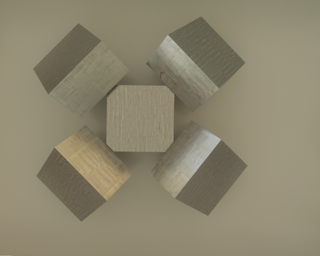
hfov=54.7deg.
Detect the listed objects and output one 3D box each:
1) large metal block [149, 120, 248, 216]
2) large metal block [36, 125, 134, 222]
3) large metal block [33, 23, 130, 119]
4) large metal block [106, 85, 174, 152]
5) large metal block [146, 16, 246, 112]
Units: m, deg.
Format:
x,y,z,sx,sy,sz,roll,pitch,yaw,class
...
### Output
x,y,z,sx,sy,sz,roll,pitch,yaw,class
0.049,0.050,0.376,0.080,0.050,0.080,-52,135,-1,large metal block
-0.093,0.057,0.376,0.080,0.050,0.080,46,134,-1,large metal block
-0.097,-0.070,0.373,0.080,0.080,0.050,-46,134,0,large metal block
-0.023,-0.011,0.396,0.081,0.050,0.080,1,90,0,large metal block
0.045,-0.079,0.377,0.080,0.050,0.080,47,47,0,large metal block
